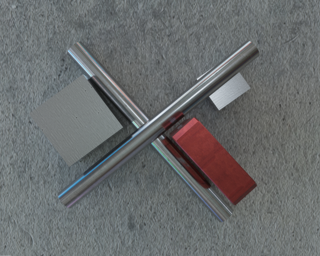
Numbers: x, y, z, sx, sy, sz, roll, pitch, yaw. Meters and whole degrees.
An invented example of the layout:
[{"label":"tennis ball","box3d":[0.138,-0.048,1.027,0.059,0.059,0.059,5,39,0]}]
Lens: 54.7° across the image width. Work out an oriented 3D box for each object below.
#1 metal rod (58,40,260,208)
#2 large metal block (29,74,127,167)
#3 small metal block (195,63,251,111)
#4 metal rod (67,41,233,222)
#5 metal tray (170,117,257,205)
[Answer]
[{"label":"metal rod","box3d":[-0.001,-0.005,0.386,0.300,0.025,0.025,-39,91,-1]},{"label":"large metal block","box3d":[-0.101,-0.009,0.396,0.080,0.050,0.080,-37,90,0]},{"label":"small metal block","box3d":[0.082,-0.057,0.412,0.050,0.025,0.050,-35,90,0]},{"label":"metal rod","box3d":[-0.012,0.006,0.411,0.025,0.025,0.300,-42,91,0]},{"label":"metal tray","box3d":[0.053,0.032,0.359,0.030,0.130,0.090,-43,90,1]}]
